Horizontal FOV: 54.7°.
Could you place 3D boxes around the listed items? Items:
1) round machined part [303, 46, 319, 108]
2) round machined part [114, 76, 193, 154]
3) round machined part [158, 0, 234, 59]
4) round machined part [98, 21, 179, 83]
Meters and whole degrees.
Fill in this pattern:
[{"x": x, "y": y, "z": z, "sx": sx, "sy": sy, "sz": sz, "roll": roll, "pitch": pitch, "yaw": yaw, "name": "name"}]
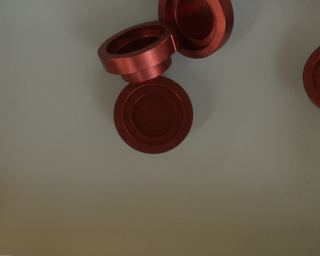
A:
[{"x": 0.236, "y": -0.063, "z": 0.391, "sx": 0.098, "sy": 0.042, "sz": 0.097, "roll": -4, "pitch": 82, "yaw": 27, "name": "round machined part"}, {"x": -0.008, "y": -0.017, "z": 0.403, "sx": 0.099, "sy": 0.042, "sz": 0.097, "roll": 0, "pitch": 90, "yaw": 0, "name": "round machined part"}, {"x": 0.048, "y": -0.140, "z": 0.385, "sx": 0.042, "sy": 0.098, "sz": 0.098, "roll": -38, "pitch": 91, "yaw": -36, "name": "round machined part"}, {"x": -0.023, "y": -0.092, "z": 0.384, "sx": 0.098, "sy": 0.098, "sz": 0.042, "roll": -21, "pitch": 126, "yaw": 0, "name": "round machined part"}]
